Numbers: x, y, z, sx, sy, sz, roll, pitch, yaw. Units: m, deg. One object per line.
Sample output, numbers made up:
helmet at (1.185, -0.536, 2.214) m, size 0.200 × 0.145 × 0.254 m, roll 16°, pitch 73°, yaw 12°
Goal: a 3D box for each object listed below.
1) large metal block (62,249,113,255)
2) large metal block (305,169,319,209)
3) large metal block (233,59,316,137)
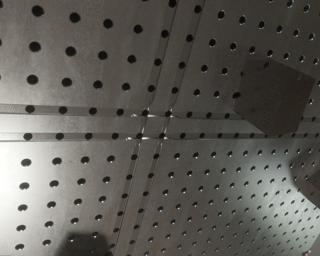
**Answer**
large metal block at (-0.120, 0.238, 0.478) m, size 0.080 × 0.050 × 0.080 m, roll 21°, pitch 107°, yaw -36°
large metal block at (0.376, 0.131, 0.686) m, size 0.080 × 0.050 × 0.080 m, roll -34°, pitch 129°, yaw -7°
large metal block at (0.156, -0.045, 0.436) m, size 0.050 × 0.080 × 0.079 m, roll -8°, pitch 122°, yaw -25°
